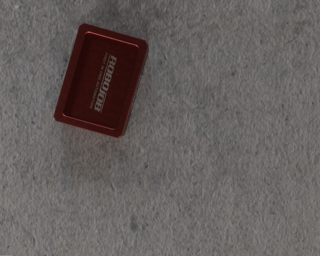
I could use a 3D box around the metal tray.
[{"bbox_3d":[-0.075,-0.060,0.406,0.090,0.030,0.129,16,90,0],"label":"metal tray"}]
